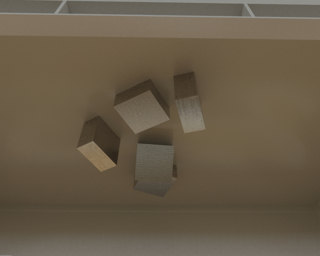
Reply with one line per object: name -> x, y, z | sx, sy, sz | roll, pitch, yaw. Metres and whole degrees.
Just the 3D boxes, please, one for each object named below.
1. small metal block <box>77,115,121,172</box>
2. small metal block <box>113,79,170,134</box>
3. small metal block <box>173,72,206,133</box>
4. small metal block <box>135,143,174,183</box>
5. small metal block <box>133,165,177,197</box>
small metal block -> -0.079, 0.021, 0.409 | 0.025, 0.050, 0.050 | -23, 127, 18
small metal block -> -0.022, -0.026, 0.387 | 0.050, 0.025, 0.050 | -23, 127, 18
small metal block -> 0.035, -0.030, 0.367 | 0.025, 0.050, 0.050 | -11, 129, 9
small metal block -> -0.008, 0.048, 0.432 | 0.050, 0.025, 0.050 | 4, 86, -4
small metal block -> -0.008, 0.076, 0.473 | 0.050, 0.025, 0.050 | 19, 128, -16
